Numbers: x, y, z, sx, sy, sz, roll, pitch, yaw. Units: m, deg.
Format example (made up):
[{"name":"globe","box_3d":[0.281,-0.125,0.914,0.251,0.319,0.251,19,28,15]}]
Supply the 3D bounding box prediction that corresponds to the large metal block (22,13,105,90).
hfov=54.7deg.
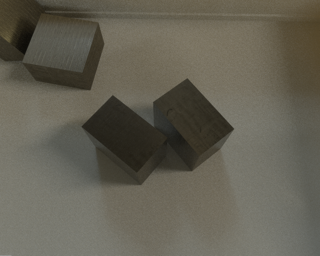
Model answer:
[{"name":"large metal block","box_3d":[-0.131,-0.106,0.433,0.080,0.050,0.080,10,70,3]}]

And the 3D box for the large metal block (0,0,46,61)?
[{"name":"large metal block","box_3d":[-0.211,-0.148,0.425,0.050,0.080,0.080,3,70,22]}]

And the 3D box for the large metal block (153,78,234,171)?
[{"name":"large metal block","box_3d":[0.037,-0.001,0.381,0.050,0.080,0.080,-36,74,-12]}]

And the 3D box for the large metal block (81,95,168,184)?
[{"name":"large metal block","box_3d":[-0.039,0.018,0.373,0.080,0.080,0.050,38,74,12]}]
